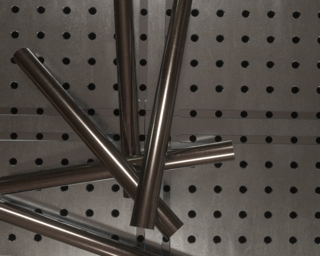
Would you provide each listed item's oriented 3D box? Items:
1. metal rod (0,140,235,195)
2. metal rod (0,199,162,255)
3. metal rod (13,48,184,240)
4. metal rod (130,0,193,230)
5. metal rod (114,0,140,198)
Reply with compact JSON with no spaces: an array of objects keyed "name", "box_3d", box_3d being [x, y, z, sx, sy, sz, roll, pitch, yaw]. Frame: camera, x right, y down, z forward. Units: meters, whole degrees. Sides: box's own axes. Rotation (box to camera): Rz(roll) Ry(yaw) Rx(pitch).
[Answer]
[{"name":"metal rod","box_3d":[-0.060,0.051,0.390,0.301,0.025,0.025,-10,90,8]},{"name":"metal rod","box_3d":[-0.079,0.156,0.412,0.302,0.025,0.025,20,90,-1]},{"name":"metal rod","box_3d":[-0.083,0.008,0.375,0.025,0.025,0.300,-44,76,0]},{"name":"metal rod","box_3d":[0.007,-0.037,0.365,0.025,0.025,0.299,10,70,0]},{"name":"metal rod","box_3d":[-0.044,-0.058,0.412,0.025,0.025,0.298,-3,90,-1]}]
